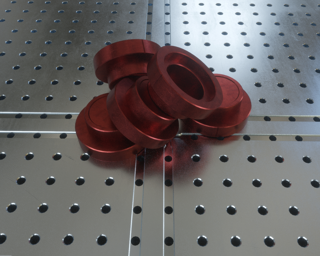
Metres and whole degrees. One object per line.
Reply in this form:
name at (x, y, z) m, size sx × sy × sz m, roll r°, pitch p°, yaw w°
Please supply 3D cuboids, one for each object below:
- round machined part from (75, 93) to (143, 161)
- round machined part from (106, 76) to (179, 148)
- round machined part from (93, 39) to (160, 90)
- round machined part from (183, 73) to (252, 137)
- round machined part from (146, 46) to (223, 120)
round machined part at (-0.061, -0.009, 0.403) m, size 0.099 × 0.042 × 0.098 m, roll 0°, pitch 50°, yaw 0°
round machined part at (-0.013, -0.026, 0.388) m, size 0.098 × 0.042 × 0.098 m, roll 28°, pitch 39°, yaw -25°
round machined part at (-0.041, -0.080, 0.433) m, size 0.099 × 0.098 × 0.042 m, roll -10°, pitch 77°, yaw -8°
round machined part at (0.077, -0.038, 0.429) m, size 0.099 × 0.042 × 0.098 m, roll 0°, pitch 50°, yaw 0°
round machined part at (0.025, -0.050, 0.376) m, size 0.099 × 0.042 × 0.098 m, roll 24°, pitch 43°, yaw -24°
